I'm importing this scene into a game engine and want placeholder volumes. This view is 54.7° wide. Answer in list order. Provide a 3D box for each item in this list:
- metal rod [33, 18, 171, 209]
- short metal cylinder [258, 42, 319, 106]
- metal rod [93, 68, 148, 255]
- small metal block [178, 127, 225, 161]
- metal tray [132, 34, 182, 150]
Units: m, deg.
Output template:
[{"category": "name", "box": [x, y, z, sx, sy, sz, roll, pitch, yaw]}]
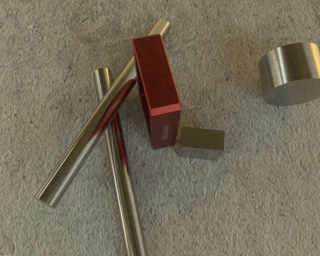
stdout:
[{"category": "metal rod", "box": [-0.058, -0.038, 0.395, 0.025, 0.025, 0.300, 24, 62, 8]}, {"category": "short metal cylinder", "box": [0.174, -0.068, 0.406, 0.081, 0.080, 0.050, -3, 70, -1]}, {"category": "metal rod", "box": [-0.048, 0.059, 0.385, 0.025, 0.025, 0.299, -12, 71, -5]}, {"category": "small metal block", "box": [0.051, 0.021, 0.388, 0.050, 0.050, 0.025, 6, 70, 2]}, {"category": "metal tray", "box": [-0.005, -0.035, 0.365, 0.030, 0.130, 0.090, -13, 71, -5]}]
